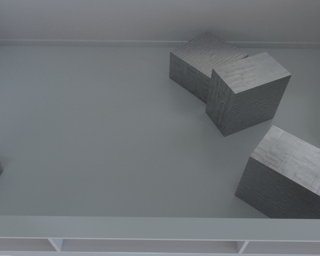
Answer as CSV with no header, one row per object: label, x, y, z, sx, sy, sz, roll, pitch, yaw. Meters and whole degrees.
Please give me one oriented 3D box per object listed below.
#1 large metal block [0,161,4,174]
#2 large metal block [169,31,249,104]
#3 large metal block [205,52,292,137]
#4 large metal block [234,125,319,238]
large metal block,-0.238,0.047,0.337,0.080,0.050,0.080,13,39,10
large metal block,0.071,-0.093,0.467,0.080,0.050,0.080,-35,58,-26
large metal block,0.112,-0.043,0.406,0.081,0.080,0.050,-19,53,-16
large metal block,0.133,0.056,0.323,0.080,0.080,0.050,31,57,23
